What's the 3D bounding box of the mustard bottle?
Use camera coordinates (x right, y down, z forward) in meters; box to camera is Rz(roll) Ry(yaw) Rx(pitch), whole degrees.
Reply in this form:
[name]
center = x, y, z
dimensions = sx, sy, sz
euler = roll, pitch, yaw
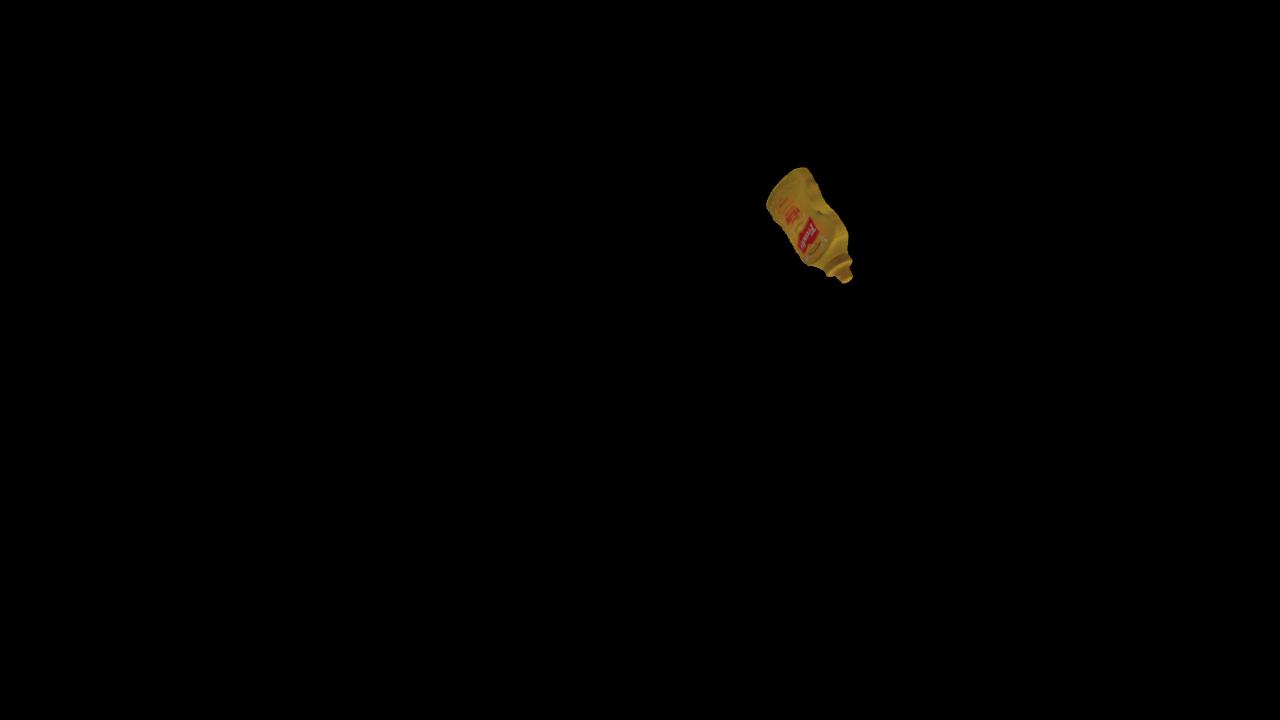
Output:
[mustard bottle]
center = 0.266, -0.193, 0.930
dimensions = 0.054, 0.184, 0.092
euler = -16, -20, -35
